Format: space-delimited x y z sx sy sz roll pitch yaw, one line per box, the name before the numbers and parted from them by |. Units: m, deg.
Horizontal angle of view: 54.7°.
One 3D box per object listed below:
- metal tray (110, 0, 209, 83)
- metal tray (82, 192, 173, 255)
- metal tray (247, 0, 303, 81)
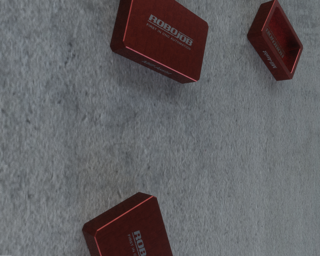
metal tray | 0.005 -0.122 0.407 0.131 0.030 0.090 18 79 -39
metal tray | -0.031 0.156 0.378 0.091 0.030 0.129 -24 106 -38
metal tray | 0.223 -0.164 0.591 0.130 0.030 0.090 41 65 -33
